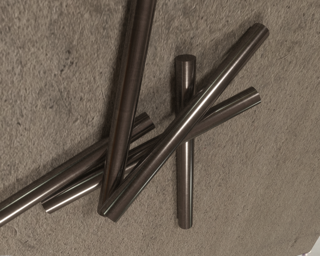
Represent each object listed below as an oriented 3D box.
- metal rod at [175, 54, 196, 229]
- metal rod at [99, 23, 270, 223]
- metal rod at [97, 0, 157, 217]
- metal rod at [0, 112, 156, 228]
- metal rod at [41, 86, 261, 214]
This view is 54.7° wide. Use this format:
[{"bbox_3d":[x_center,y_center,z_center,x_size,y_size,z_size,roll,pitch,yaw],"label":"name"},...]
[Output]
[{"bbox_3d":[0.038,0.040,0.454,0.025,0.025,0.298,-16,125,-20],"label":"metal rod"},{"bbox_3d":[0.037,-0.014,0.376,0.300,0.025,0.025,-50,130,-11],"label":"metal rod"},{"bbox_3d":[-0.035,-0.037,0.339,0.025,0.025,0.298,2,109,-30],"label":"metal rod"},{"bbox_3d":[-0.138,0.070,0.375,0.301,0.025,0.025,-33,129,-7],"label":"metal rod"},{"bbox_3d":[-0.009,0.027,0.396,0.301,0.025,0.025,-28,129,-2],"label":"metal rod"}]
